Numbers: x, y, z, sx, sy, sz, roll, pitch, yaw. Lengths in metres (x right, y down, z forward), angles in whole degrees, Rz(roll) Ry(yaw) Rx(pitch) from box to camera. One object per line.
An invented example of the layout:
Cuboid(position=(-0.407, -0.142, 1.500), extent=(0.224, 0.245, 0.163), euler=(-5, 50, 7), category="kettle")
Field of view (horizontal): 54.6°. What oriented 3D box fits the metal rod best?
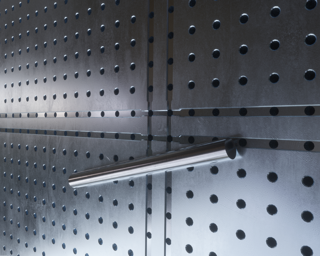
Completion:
Cuboid(position=(-0.034, 0.056, 0.438), extent=(0.299, 0.025, 0.025), euler=(-17, 79, 39), category="metal rod")
